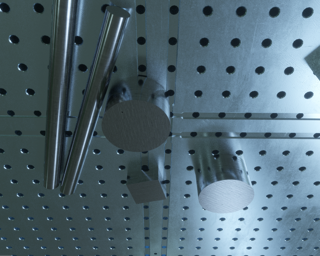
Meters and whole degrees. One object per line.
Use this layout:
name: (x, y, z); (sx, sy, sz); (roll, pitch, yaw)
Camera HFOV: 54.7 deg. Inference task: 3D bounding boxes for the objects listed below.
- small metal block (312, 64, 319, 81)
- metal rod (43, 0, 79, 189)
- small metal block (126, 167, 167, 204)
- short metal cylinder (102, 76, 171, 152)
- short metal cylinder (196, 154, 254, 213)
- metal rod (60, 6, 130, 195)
small metal block: (0.217, -0.065, 0.359); (0.050, 0.025, 0.050); (31, 124, -24)
metal rod: (-0.129, -0.024, 0.389); (0.025, 0.025, 0.298); (12, 129, -10)
small metal block: (-0.020, 0.092, 0.489); (0.050, 0.025, 0.050); (-11, 130, 9)
short metal cylinder: (-0.028, -0.016, 0.381); (0.081, 0.050, 0.079); (0, 130, 0)
short metal cylinder: (0.096, 0.085, 0.468); (0.081, 0.050, 0.079); (0, 130, 0)
metal rod: (-0.094, -0.010, 0.401); (0.025, 0.025, 0.298); (16, 128, -13)
